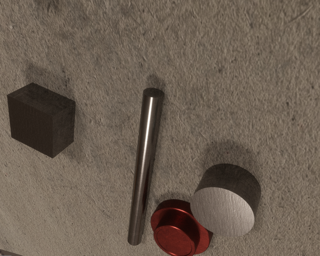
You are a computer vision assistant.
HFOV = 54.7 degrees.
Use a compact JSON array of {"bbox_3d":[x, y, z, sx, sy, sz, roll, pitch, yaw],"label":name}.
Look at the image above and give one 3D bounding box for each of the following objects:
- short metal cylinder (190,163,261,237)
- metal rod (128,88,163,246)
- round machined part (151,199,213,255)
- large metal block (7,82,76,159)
[{"bbox_3d":[0.086,0.093,0.402,0.080,0.050,0.079,13,124,20],"label":"short metal cylinder"},{"bbox_3d":[-0.027,0.077,0.467,0.025,0.025,0.298,20,126,16],"label":"metal rod"},{"bbox_3d":[0.029,0.162,0.479,0.098,0.042,0.097,13,124,20],"label":"round machined part"},{"bbox_3d":[-0.180,-0.012,0.476,0.080,0.050,0.079,24,127,13],"label":"large metal block"}]
